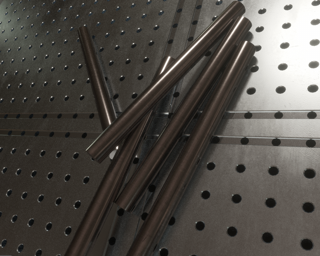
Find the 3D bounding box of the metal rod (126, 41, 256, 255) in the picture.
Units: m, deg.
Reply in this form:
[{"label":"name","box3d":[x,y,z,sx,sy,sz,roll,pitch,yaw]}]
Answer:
[{"label":"metal rod","box3d":[0.045,0.018,0.372,0.025,0.025,0.300,18,71,35]}]

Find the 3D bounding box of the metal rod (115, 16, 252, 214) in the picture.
[{"label":"metal rod","box3d":[0.037,-0.026,0.403,0.025,0.025,0.300,24,74,36]}]

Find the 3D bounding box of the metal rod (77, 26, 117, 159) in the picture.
[{"label":"metal rod","box3d":[-0.101,-0.075,0.504,0.025,0.025,0.299,-30,52,9]}]

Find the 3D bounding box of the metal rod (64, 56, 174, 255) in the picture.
[{"label":"metal rod","box3d":[-0.041,0.027,0.397,0.025,0.025,0.300,8,61,31]}]

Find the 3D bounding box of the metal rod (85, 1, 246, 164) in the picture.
[{"label":"metal rod","box3d":[0.017,-0.071,0.413,0.025,0.025,0.301,30,69,37]}]
